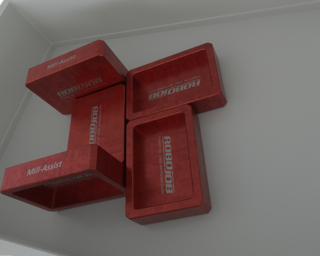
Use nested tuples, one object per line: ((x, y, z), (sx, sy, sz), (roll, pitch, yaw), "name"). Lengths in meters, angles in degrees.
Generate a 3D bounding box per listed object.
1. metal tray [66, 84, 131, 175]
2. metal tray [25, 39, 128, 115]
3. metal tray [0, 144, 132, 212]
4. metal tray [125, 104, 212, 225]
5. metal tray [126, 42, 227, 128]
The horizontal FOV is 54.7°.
((-0.083, 0.007, 0.436), (0.090, 0.030, 0.130), (-16, 55, 18), "metal tray")
((-0.118, -0.070, 0.462), (0.130, 0.090, 0.030), (-17, 55, 18), "metal tray")
((-0.109, 0.065, 0.376), (0.130, 0.090, 0.030), (-16, 56, 19), "metal tray")
((0.006, 0.042, 0.371), (0.090, 0.030, 0.130), (-16, 55, 18), "metal tray")
((0.018, -0.056, 0.424), (0.130, 0.030, 0.090), (-16, 55, 18), "metal tray")
